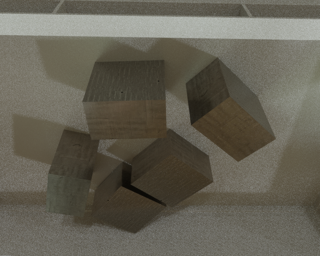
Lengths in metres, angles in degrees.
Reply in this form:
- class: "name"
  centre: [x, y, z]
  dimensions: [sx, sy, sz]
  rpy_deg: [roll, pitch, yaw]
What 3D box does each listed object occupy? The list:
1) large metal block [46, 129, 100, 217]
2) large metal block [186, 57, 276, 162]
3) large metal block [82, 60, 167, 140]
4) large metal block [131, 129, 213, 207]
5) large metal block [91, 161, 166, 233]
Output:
- class: "large metal block"
  centre: [-0.118, 0.062, 0.424]
  dimensions: [0.050, 0.080, 0.079]
  rpy_deg: [12, 129, -10]
- class: "large metal block"
  centre: [0.078, -0.021, 0.356]
  dimensions: [0.080, 0.080, 0.050]
  rpy_deg: [36, 121, -27]
- class: "large metal block"
  centre: [-0.034, -0.033, 0.344]
  dimensions: [0.081, 0.080, 0.050]
  rpy_deg: [-2, 130, 1]
- class: "large metal block"
  centre: [0.016, 0.060, 0.444]
  dimensions: [0.080, 0.050, 0.080]
  rpy_deg: [35, 122, -27]
- class: "large metal block"
  centre: [-0.048, 0.110, 0.482]
  dimensions: [0.080, 0.050, 0.080]
  rpy_deg: [31, 119, -24]
